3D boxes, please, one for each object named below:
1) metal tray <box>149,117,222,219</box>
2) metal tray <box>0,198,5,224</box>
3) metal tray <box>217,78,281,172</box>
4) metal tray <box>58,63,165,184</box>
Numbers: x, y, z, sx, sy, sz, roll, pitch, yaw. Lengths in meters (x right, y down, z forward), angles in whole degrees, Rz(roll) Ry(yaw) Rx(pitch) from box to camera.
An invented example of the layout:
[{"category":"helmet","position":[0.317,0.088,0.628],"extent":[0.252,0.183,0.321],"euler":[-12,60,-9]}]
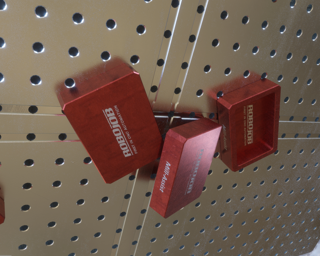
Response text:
[{"category":"metal tray","position":[0.037,0.055,0.440],"extent":[0.091,0.030,0.129],"euler":[-18,129,-46]},{"category":"metal tray","position":[-0.240,0.075,0.322],"extent":[0.090,0.030,0.130],"euler":[-30,128,-9]},{"category":"metal tray","position":[0.139,-0.002,0.481],"extent":[0.091,0.030,0.129],"euler":[-23,127,-14]},{"category":"metal tray","position":[-0.052,-0.001,0.378],"extent":[0.090,0.030,0.130],"euler":[-28,128,-11]}]
